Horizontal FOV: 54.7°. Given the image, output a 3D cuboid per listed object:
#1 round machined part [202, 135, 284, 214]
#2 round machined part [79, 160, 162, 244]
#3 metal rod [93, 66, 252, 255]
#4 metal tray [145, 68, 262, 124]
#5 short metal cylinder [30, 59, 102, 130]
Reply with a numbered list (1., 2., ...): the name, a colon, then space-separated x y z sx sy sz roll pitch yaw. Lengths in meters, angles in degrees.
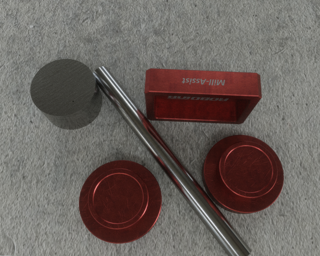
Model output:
1. round machined part: 0.104 0.054 0.381 0.099 0.042 0.098 0 70 -1
2. round machined part: -0.047 0.085 0.367 0.099 0.042 0.098 0 70 -1
3. metal rod: 0.005 0.035 0.395 0.025 0.025 0.300 -35 74 -12
4. metal tray: 0.049 -0.036 0.387 0.131 0.090 0.030 2 70 0
5. short metal cylinder: -0.121 -0.043 0.409 0.081 0.050 0.080 0 70 0
